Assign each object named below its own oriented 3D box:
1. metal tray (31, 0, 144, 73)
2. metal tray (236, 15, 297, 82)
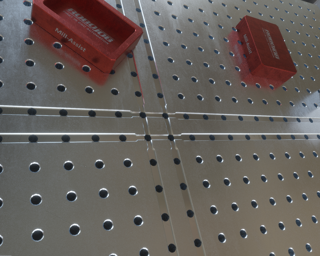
[{"bbox_3d":[-0.100,-0.147,0.440,0.130,0.030,0.090,36,51,-5],"label":"metal tray"},{"bbox_3d":[0.209,-0.158,0.614,0.091,0.030,0.130,6,59,-25],"label":"metal tray"}]
